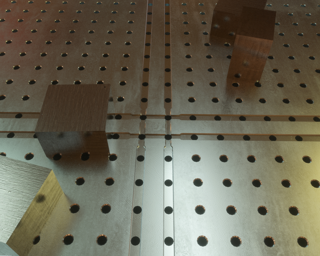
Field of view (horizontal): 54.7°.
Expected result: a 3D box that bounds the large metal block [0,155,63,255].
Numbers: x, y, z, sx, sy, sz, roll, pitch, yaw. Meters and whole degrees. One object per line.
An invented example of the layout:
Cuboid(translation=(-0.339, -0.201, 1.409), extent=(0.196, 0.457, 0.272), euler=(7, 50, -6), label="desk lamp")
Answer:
Cuboid(translation=(-0.162, 0.079, 0.323), extent=(0.080, 0.050, 0.080), euler=(13, 51, 10), label="large metal block")

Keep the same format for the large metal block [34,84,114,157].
Cuboid(translation=(-0.104, -0.011, 0.399), extent=(0.081, 0.050, 0.080), euler=(-1, 50, -1), label="large metal block")

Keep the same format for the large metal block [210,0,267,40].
Cuboid(translation=(0.144, -0.204, 0.565), extent=(0.080, 0.050, 0.080), euler=(17, 52, 13), label="large metal block")

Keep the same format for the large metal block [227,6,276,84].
Cuboid(translation=(0.142, -0.129, 0.482), extent=(0.050, 0.080, 0.080), euler=(13, 51, 10), label="large metal block")
